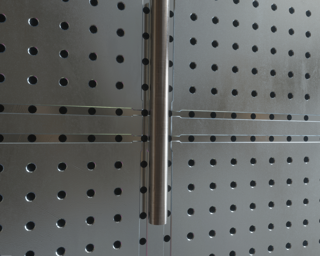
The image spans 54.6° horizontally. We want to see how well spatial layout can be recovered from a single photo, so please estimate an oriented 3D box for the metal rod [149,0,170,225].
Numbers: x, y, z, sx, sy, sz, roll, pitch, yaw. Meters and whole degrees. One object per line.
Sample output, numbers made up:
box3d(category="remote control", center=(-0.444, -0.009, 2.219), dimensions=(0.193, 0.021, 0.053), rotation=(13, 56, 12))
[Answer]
box3d(category="metal rod", center=(-0.001, -0.024, 0.412), dimensions=(0.025, 0.025, 0.298), rotation=(1, 90, -20))
